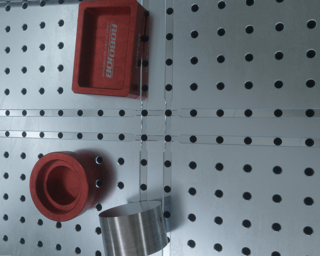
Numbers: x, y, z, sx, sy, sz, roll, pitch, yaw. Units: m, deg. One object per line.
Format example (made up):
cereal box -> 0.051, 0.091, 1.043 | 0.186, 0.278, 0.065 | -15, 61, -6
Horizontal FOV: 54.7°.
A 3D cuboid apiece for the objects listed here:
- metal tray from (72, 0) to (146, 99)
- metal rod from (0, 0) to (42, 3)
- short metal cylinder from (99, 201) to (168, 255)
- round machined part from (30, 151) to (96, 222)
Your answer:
metal tray -> -0.072, -0.109, 0.434 | 0.090, 0.030, 0.129 | 6, 92, 19
metal rod -> -0.204, -0.212, 0.482 | 0.301, 0.025, 0.025 | 5, 92, 19
short metal cylinder -> -0.034, 0.127, 0.394 | 0.080, 0.080, 0.050 | -11, 86, 19
round machined part -> -0.135, 0.082, 0.450 | 0.098, 0.042, 0.097 | 0, 90, 19
